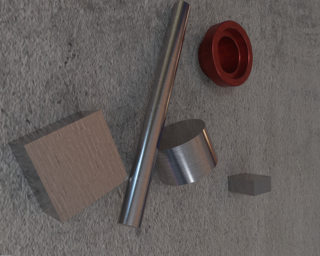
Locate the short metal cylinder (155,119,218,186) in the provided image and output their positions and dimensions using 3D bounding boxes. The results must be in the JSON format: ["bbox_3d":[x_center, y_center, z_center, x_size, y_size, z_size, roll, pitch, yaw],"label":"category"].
[{"bbox_3d":[0.027,0.029,0.394,0.081,0.080,0.050,-36,113,-34],"label":"short metal cylinder"}]

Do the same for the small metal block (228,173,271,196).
[{"bbox_3d":[0.149,0.093,0.517,0.050,0.050,0.025,-2,92,-40],"label":"small metal block"}]

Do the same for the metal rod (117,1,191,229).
[{"bbox_3d":[0.000,-0.034,0.375,0.025,0.025,0.299,31,61,-36],"label":"metal rod"}]

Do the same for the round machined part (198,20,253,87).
[{"bbox_3d":[0.097,-0.111,0.477,0.099,0.042,0.097,0,90,-40],"label":"round machined part"}]

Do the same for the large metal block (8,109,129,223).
[{"bbox_3d":[-0.090,0.034,0.314,0.081,0.050,0.080,-31,110,-36],"label":"large metal block"}]
